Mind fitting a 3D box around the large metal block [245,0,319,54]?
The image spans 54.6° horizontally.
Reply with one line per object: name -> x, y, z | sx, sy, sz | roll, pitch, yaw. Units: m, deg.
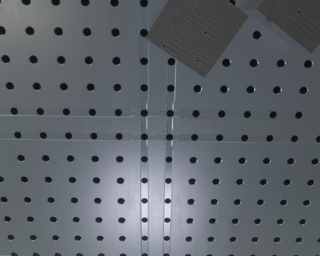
large metal block -> 0.158, -0.143, 0.348 | 0.080, 0.050, 0.080 | 33, 107, -12

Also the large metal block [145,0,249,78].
large metal block -> 0.039, -0.117, 0.357 | 0.080, 0.050, 0.080 | 32, 107, -11
